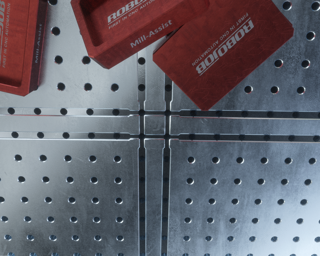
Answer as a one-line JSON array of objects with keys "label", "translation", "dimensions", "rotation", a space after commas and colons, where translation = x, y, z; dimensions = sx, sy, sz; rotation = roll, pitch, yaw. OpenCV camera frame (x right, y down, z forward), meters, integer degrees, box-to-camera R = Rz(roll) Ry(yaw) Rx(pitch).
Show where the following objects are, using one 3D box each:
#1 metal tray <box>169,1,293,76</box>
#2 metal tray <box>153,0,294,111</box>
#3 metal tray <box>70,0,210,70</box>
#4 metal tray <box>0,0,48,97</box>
[{"label": "metal tray", "translation": [0.077, -0.129, 0.364], "dimensions": [0.130, 0.030, 0.090], "rotation": [40, 105, -14]}, {"label": "metal tray", "translation": [0.067, -0.094, 0.345], "dimensions": [0.130, 0.030, 0.090], "rotation": [-42, 105, 13]}, {"label": "metal tray", "translation": [-0.025, -0.133, 0.328], "dimensions": [0.130, 0.030, 0.090], "rotation": [-28, 66, 13]}, {"label": "metal tray", "translation": [-0.190, -0.111, 0.367], "dimensions": [0.091, 0.030, 0.129], "rotation": [13, 110, -6]}]
